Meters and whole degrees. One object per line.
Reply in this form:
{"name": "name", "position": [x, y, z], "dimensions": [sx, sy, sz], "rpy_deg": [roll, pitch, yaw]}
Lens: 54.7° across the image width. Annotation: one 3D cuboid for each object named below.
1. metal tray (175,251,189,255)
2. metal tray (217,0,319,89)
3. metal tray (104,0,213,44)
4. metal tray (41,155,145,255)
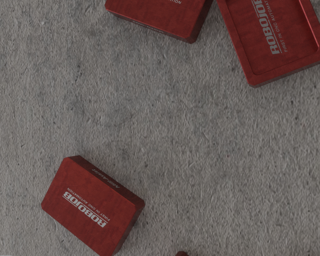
{"name": "metal tray", "position": [0.019, 0.239, 0.399], "dimensions": [0.090, 0.030, 0.130], "rpy_deg": [39, 102, 15]}
{"name": "metal tray", "position": [0.127, -0.122, 0.361], "dimensions": [0.090, 0.030, 0.129], "rpy_deg": [-21, 83, 18]}
{"name": "metal tray", "position": [0.001, -0.175, 0.406], "dimensions": [0.130, 0.030, 0.090], "rpy_deg": [26, 98, 18]}
{"name": "metal tray", "position": [-0.098, 0.109, 0.441], "dimensions": [0.130, 0.030, 0.090], "rpy_deg": [31, 100, 17]}
